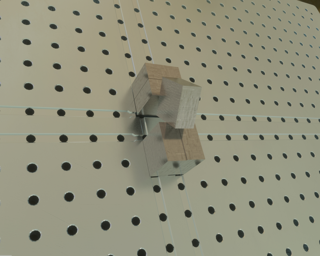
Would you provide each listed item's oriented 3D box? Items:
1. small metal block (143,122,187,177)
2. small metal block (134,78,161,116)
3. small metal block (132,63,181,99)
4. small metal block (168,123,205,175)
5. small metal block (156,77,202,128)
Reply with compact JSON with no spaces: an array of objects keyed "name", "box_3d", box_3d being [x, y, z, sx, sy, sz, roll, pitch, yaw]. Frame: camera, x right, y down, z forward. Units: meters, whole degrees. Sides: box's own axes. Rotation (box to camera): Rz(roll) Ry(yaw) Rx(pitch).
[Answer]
[{"name":"small metal block","box_3d":[0.004,0.027,0.379,0.025,0.050,0.050,1,61,-28]},{"name":"small metal block","box_3d":[0.000,-0.039,0.417,0.050,0.050,0.025,2,61,-28]},{"name":"small metal block","box_3d":[-0.005,-0.062,0.428,0.050,0.050,0.025,2,61,-28]},{"name":"small metal block","box_3d":[0.027,0.026,0.391,0.025,0.050,0.050,1,61,-28]},{"name":"small metal block","box_3d":[0.021,-0.031,0.371,0.025,0.050,0.050,0,19,-28]}]
